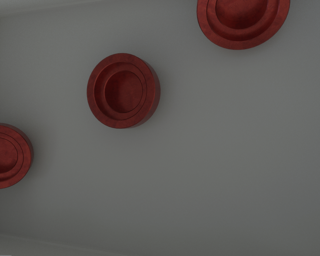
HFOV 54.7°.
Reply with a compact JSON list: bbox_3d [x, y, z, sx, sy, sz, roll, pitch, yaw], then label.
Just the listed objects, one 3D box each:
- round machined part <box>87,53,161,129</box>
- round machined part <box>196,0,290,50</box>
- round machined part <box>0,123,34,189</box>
[{"bbox_3d":[-0.045,-0.048,0.417,0.098,0.042,0.097,0,90,20],"label":"round machined part"},{"bbox_3d":[0.091,-0.142,0.351,0.099,0.042,0.097,4,134,4],"label":"round machined part"},{"bbox_3d":[-0.245,0.040,0.472,0.099,0.042,0.097,-2,100,-12],"label":"round machined part"}]
